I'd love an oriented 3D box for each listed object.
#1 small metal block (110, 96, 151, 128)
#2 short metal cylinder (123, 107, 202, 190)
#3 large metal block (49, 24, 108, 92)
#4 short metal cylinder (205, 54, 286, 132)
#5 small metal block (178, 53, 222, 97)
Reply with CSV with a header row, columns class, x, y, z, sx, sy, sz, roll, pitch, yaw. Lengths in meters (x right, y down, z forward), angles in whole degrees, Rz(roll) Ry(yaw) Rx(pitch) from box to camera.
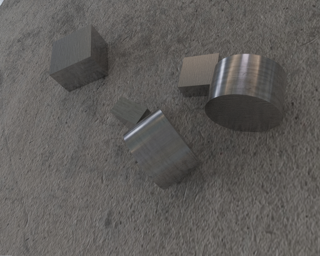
class,x,y,z,sx,sy,sz,roll,pitch,yaw
small metal block,-0.030,-0.011,0.410,0.050,0.050,0.025,26,76,37
short metal cylinder,0.003,0.023,0.353,0.050,0.080,0.080,-37,51,4
large metal block,-0.138,-0.120,0.534,0.080,0.050,0.080,-19,54,17
short metal cylinder,0.094,-0.036,0.341,0.080,0.080,0.050,2,63,29
small metal block,0.056,-0.071,0.418,0.050,0.025,0.050,-1,61,27
